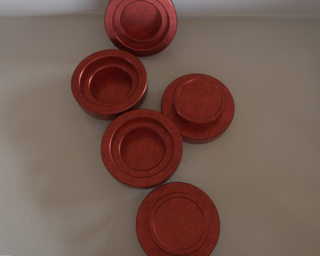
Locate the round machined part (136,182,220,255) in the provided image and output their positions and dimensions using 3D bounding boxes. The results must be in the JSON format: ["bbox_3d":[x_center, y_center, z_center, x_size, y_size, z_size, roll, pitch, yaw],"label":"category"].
[{"bbox_3d":[0.021,0.111,0.360,0.099,0.042,0.098,0,70,-1],"label":"round machined part"}]

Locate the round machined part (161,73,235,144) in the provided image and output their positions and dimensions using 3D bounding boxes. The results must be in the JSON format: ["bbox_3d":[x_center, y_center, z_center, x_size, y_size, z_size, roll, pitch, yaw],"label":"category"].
[{"bbox_3d":[0.050,-0.031,0.413,0.099,0.042,0.098,0,70,-1],"label":"round machined part"}]

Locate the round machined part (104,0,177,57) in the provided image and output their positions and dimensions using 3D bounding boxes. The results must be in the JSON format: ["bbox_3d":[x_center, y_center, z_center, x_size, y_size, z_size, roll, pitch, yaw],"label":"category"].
[{"bbox_3d":[-0.026,-0.154,0.435,0.099,0.097,0.042,-2,39,-1],"label":"round machined part"}]

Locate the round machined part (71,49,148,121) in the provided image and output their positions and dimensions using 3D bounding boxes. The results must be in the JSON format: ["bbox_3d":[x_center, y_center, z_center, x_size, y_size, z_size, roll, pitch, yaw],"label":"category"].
[{"bbox_3d":[-0.065,-0.054,0.418,0.099,0.042,0.098,0,67,1],"label":"round machined part"}]

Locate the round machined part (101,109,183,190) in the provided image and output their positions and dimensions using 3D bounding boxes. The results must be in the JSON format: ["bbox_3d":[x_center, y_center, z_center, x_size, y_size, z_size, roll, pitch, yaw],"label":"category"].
[{"bbox_3d":[-0.021,0.028,0.390,0.099,0.042,0.098,0,71,0],"label":"round machined part"}]
